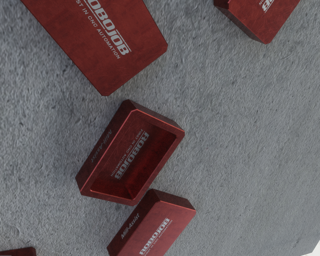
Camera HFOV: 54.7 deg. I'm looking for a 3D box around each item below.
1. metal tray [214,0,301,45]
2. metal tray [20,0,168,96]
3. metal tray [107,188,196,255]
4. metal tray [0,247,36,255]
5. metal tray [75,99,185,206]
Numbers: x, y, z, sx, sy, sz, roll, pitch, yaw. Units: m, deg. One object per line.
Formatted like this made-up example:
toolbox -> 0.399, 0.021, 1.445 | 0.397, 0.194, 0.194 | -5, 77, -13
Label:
metal tray -> 0.134, -0.178, 0.366 | 0.090, 0.030, 0.129 | 24, 105, -37
metal tray -> -0.060, -0.106, 0.305 | 0.090, 0.030, 0.130 | -39, 129, -2
metal tray -> -0.013, 0.165, 0.498 | 0.090, 0.030, 0.129 | 26, 104, -37
metal tray -> -0.235, 0.208, 0.403 | 0.131, 0.030, 0.089 | 2, 118, -30
metal tray -> -0.038, 0.037, 0.405 | 0.090, 0.030, 0.129 | 25, 105, -37
